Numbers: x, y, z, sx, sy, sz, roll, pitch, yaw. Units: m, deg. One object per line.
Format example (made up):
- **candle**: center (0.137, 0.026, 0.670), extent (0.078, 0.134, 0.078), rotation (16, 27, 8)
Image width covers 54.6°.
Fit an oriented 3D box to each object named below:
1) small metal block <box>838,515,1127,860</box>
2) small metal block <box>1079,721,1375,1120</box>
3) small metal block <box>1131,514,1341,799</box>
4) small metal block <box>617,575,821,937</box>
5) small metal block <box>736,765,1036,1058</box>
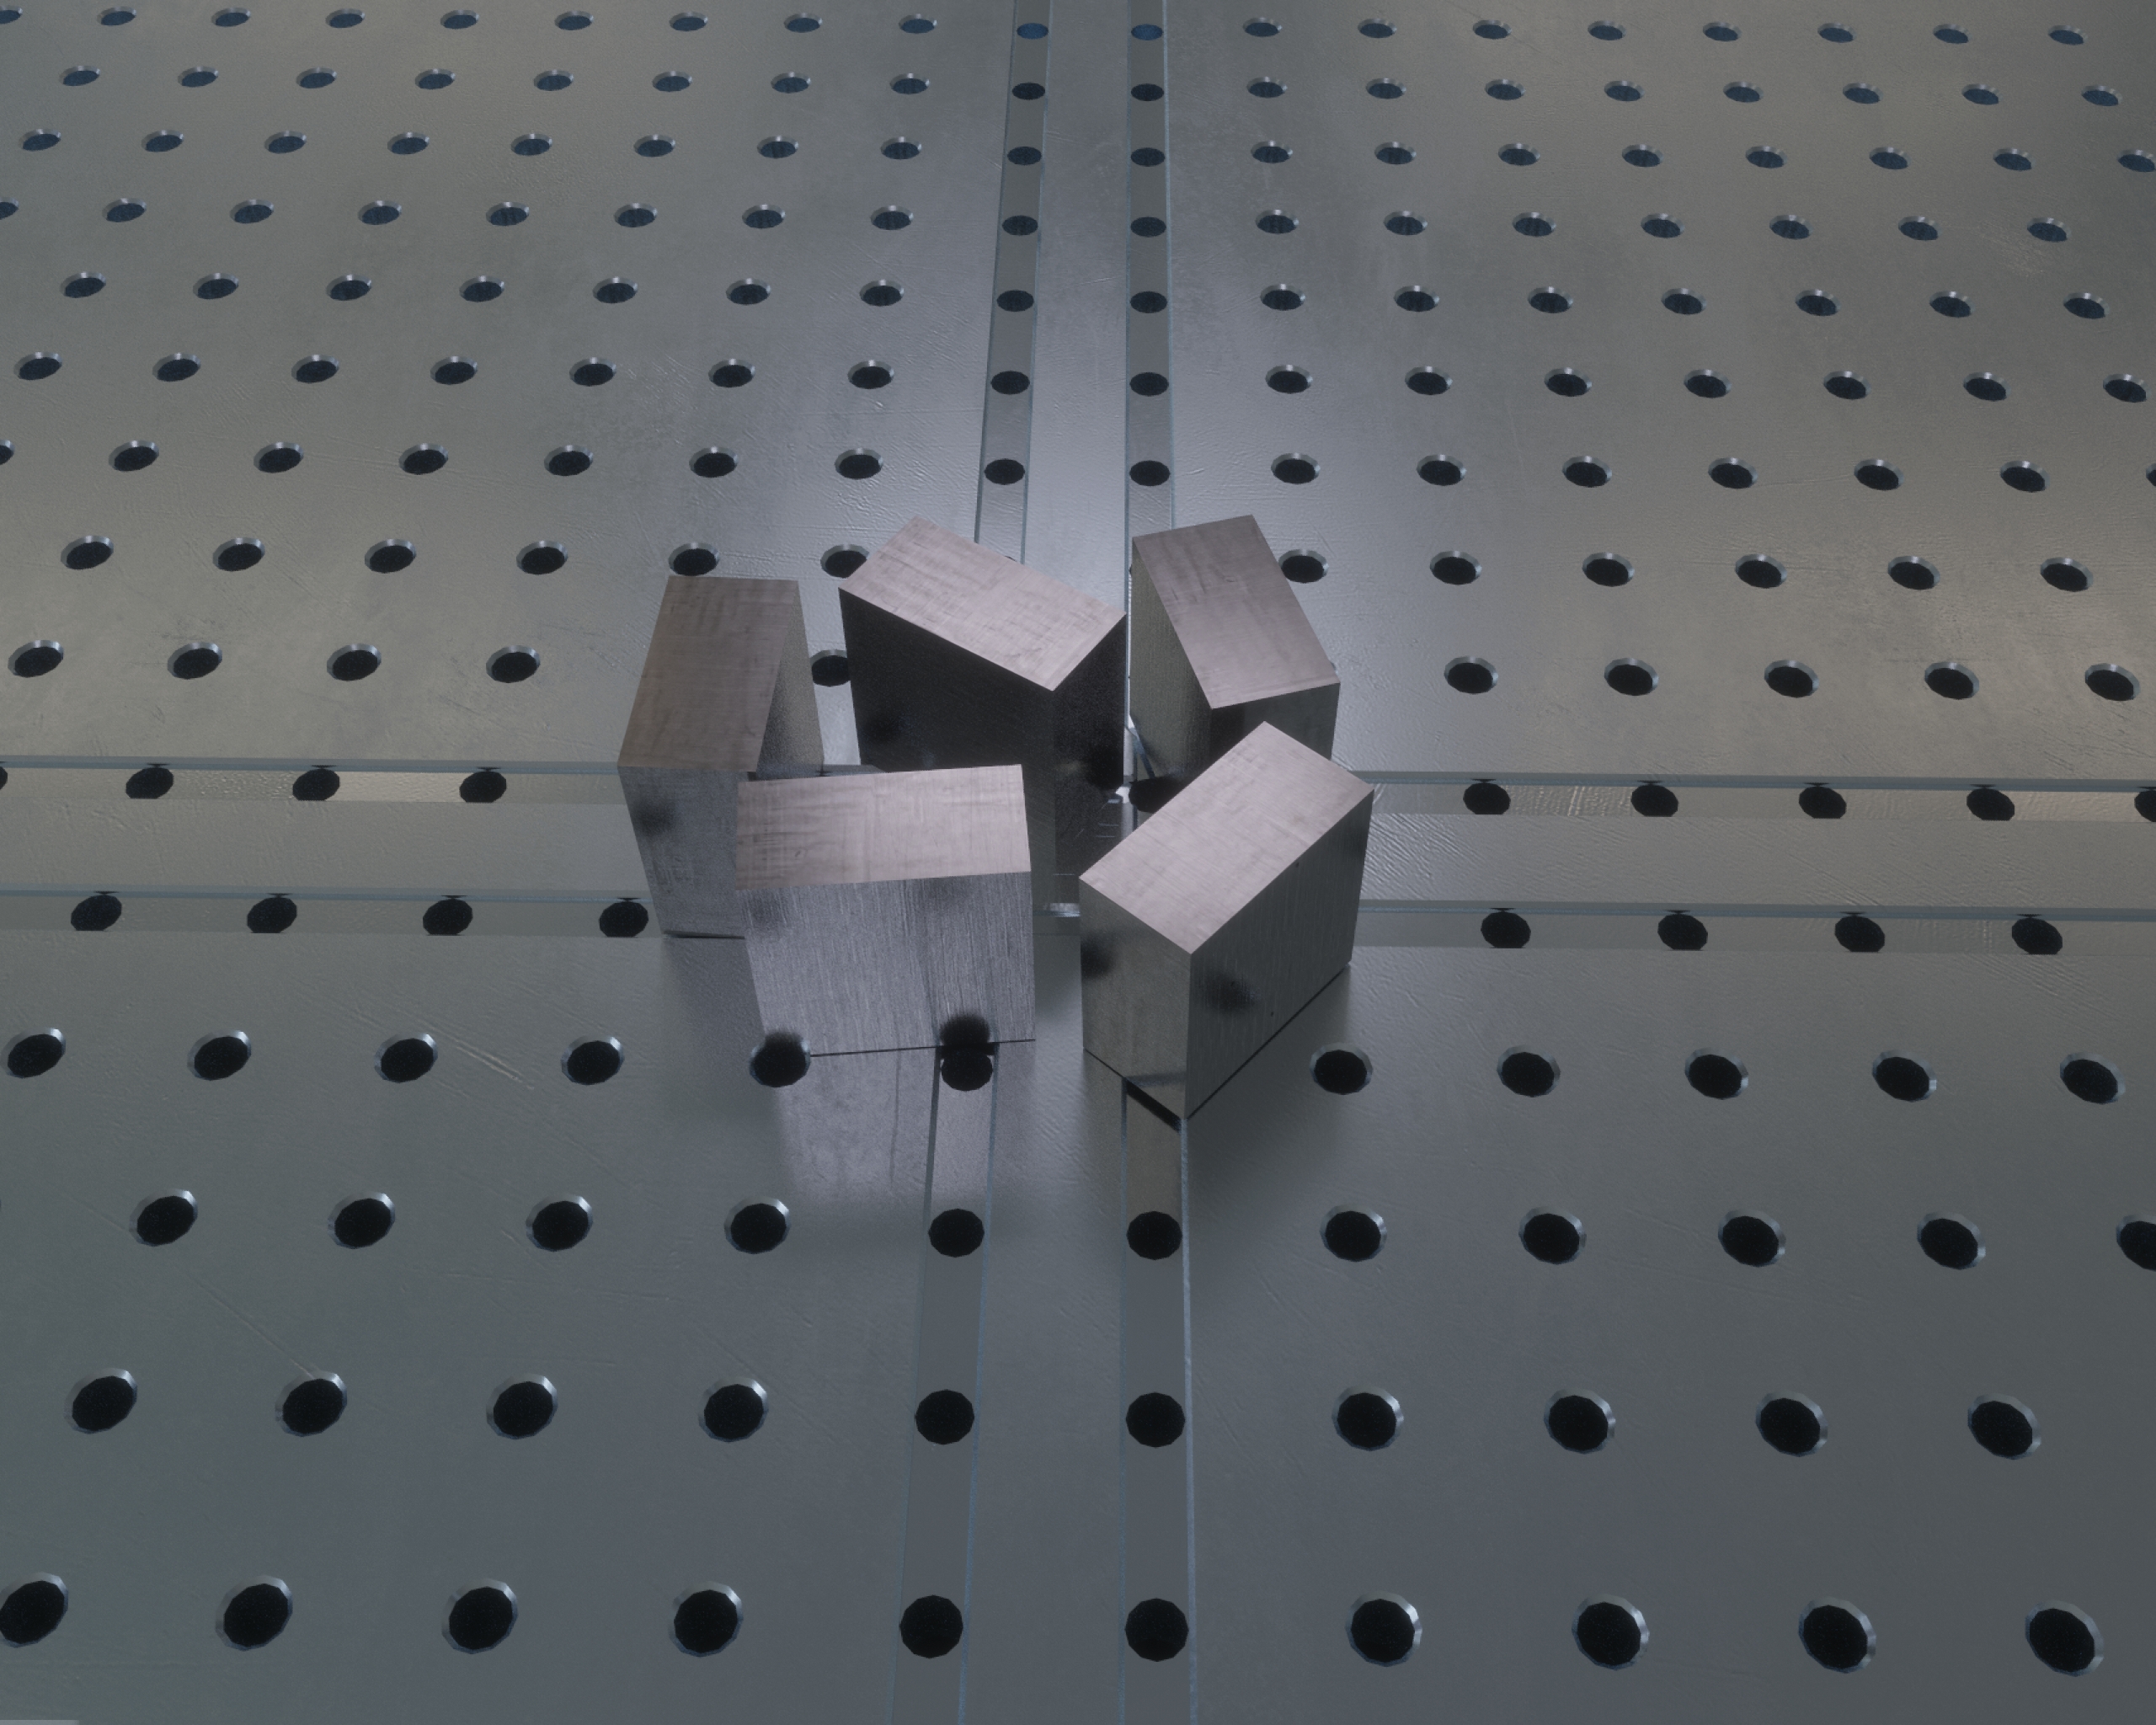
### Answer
- **small metal block**: center (-0.018, -0.035, 0.421), extent (0.050, 0.050, 0.025), rotation (27, 56, 20)
- **small metal block**: center (0.027, 0.011, 0.382), extent (0.025, 0.050, 0.050), rotation (34, 58, 26)
- **small metal block**: center (0.030, -0.033, 0.419), extent (0.025, 0.050, 0.050), rotation (-12, 50, -10)
- **small metal block**: center (-0.068, -0.020, 0.408), extent (0.025, 0.050, 0.050), rotation (3, 51, 3)
- **small metal block**: center (-0.034, 0.010, 0.383), extent (0.050, 0.050, 0.025), rotation (-4, 50, -3)
